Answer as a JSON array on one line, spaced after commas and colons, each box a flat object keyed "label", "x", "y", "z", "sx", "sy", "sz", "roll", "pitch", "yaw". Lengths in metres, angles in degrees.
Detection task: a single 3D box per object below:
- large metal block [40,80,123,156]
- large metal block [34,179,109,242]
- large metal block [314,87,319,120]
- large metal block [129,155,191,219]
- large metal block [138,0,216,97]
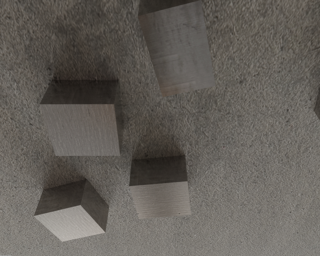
[{"label": "large metal block", "x": -0.090, "y": -0.012, "z": 0.380, "sx": 0.081, "sy": 0.050, "sz": 0.079, "roll": 0, "pitch": 130, "yaw": 0}, {"label": "large metal block", "x": -0.140, "y": 0.136, "z": 0.505, "sx": 0.080, "sy": 0.050, "sz": 0.080, "roll": -16, "pitch": 129, "yaw": 13}, {"label": "large metal block", "x": 0.237, "y": -0.040, "z": 0.359, "sx": 0.080, "sy": 0.050, "sz": 0.080, "roll": -5, "pitch": 130, "yaw": 4}, {"label": "large metal block", "x": 0.003, "y": 0.090, "z": 0.467, "sx": 0.080, "sy": 0.050, "sz": 0.080, "roll": -6, "pitch": 130, "yaw": 4}, {"label": "large metal block", "x": 0.017, "y": -0.089, "z": 0.295, "sx": 0.050, "sy": 0.080, "sz": 0.080, "roll": -11, "pitch": 129, "yaw": 9}]
